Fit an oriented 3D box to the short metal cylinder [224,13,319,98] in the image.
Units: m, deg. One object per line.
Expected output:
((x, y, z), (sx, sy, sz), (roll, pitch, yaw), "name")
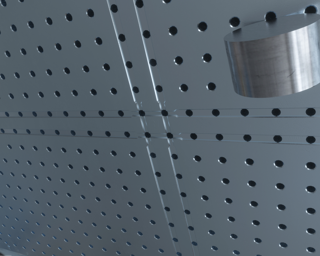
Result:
((0.103, -0.066, 0.280), (0.080, 0.080, 0.050), (-4, 117, 29), "short metal cylinder")
